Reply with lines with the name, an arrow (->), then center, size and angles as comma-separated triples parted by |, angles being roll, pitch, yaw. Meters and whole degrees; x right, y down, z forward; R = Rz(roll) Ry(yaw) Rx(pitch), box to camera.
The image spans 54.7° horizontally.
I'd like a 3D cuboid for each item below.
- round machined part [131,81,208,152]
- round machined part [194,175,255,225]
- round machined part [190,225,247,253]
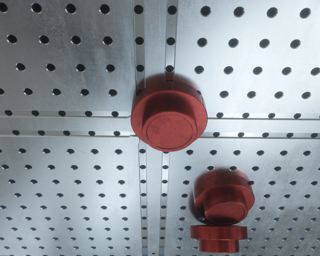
round machined part -> 0.012, -0.007, 0.395 | 0.099, 0.042, 0.097 | -1, 130, 0
round machined part -> 0.106, 0.124, 0.508 | 0.099, 0.042, 0.097 | 0, 130, 0
round machined part -> 0.101, 0.190, 0.534 | 0.099, 0.042, 0.098 | 0, 164, 0
